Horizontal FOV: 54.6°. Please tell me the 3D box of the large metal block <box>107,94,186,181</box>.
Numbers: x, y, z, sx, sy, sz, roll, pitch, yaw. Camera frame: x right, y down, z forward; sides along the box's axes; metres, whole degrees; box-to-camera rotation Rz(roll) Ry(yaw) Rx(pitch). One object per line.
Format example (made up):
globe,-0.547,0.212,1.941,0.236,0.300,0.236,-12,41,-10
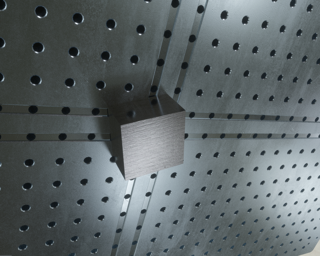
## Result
large metal block,-0.016,0.010,0.392,0.081,0.050,0.080,-14,124,-21
